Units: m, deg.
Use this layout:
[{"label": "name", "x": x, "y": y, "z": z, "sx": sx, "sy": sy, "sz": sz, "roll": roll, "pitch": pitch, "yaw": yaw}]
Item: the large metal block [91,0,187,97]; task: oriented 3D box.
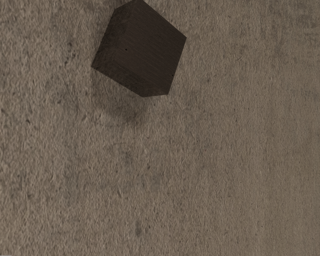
[{"label": "large metal block", "x": -0.023, "y": -0.092, "z": 0.371, "sx": 0.080, "sy": 0.050, "sz": 0.080, "roll": 29, "pitch": 72, "yaw": -37}]
